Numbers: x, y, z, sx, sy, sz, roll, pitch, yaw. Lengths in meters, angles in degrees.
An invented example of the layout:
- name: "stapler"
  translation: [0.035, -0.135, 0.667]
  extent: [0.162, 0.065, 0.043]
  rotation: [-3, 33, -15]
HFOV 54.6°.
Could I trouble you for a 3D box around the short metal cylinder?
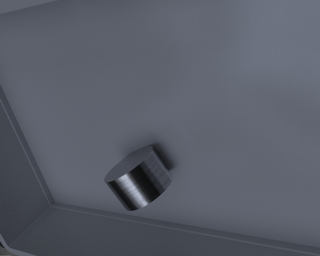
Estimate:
- name: "short metal cylinder"
  translation: [-0.030, 0.069, 0.432]
  extent: [0.080, 0.080, 0.050]
  rotation: [-25, 105, 37]
